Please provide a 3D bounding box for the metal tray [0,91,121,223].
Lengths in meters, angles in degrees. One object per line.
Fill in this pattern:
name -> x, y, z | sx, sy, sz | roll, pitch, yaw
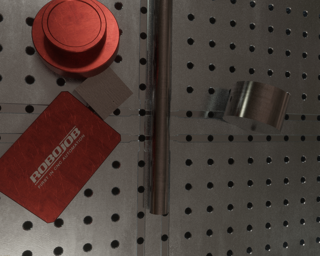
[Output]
metal tray -> -0.121, 0.032, 0.366 | 0.090, 0.030, 0.130 | 42, 77, -16

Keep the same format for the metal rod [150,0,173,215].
metal rod -> 0.002, -0.037, 0.414 | 0.025, 0.025, 0.298 | 1, 90, -20

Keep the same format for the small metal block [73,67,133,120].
small metal block -> -0.071, -0.045, 0.387 | 0.050, 0.025, 0.050 | -45, 105, -15

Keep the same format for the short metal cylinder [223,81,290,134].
short metal cylinder -> 0.134, -0.027, 0.435 | 0.080, 0.080, 0.050 | 20, 84, -19

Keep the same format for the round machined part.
round machined part -> -0.096, -0.110, 0.355 | 0.099, 0.042, 0.098 | 2, 78, -9
